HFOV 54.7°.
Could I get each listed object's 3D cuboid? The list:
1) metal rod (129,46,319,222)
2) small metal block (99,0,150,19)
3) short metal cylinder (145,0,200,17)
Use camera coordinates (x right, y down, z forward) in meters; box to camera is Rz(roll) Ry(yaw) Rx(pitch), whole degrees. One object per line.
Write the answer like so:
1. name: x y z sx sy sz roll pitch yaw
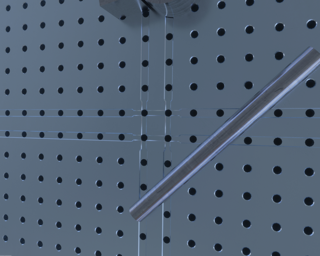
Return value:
1. metal rod: 0.072 0.017 0.386 0.299 0.025 0.025 -44 77 14
2. small metal block: -0.047 -0.173 0.415 0.050 0.050 0.025 -10 87 19
3. short metal cylinder: 0.012 -0.189 0.394 0.080 0.050 0.079 0 91 19
